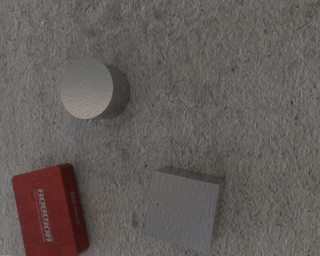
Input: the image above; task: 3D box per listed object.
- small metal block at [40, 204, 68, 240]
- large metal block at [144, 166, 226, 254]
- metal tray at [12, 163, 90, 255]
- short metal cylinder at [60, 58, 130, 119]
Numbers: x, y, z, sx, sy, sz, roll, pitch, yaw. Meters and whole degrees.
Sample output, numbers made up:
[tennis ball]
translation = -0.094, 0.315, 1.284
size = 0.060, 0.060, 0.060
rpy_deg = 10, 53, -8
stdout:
[small metal block]
translation = -0.153, 0.138, 0.463
size = 0.050, 0.025, 0.050
rpy_deg = -14, 85, 19
[large metal block]
translation = 0.032, 0.097, 0.384
size = 0.080, 0.050, 0.079
rpy_deg = 9, 93, 19
[metal tray]
translation = -0.162, 0.125, 0.456
size = 0.090, 0.030, 0.129
rpy_deg = -15, 85, 19
[short metal cylinder]
translation = -0.088, -0.052, 0.427
size = 0.080, 0.050, 0.080
rpy_deg = 0, 90, 20
